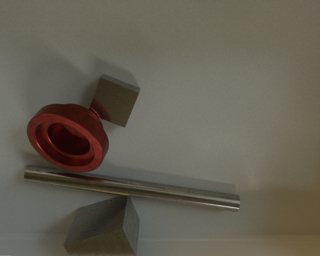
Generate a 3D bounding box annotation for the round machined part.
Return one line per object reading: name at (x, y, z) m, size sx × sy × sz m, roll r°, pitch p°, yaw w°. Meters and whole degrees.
round machined part at (-0.111, 0.008, 0.391) m, size 0.098 × 0.042 × 0.097 m, roll 9°, pitch 133°, yaw 10°

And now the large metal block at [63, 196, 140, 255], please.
large metal block at (-0.077, 0.145, 0.434) m, size 0.080 × 0.080 × 0.050 m, roll -18°, pitch 109°, yaw 6°

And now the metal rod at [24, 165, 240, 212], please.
metal rod at (-0.036, 0.087, 0.442) m, size 0.302 × 0.025 × 0.025 m, roll 9°, pitch 110°, yaw -4°

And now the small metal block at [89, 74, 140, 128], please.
small metal block at (-0.059, -0.035, 0.398) m, size 0.050 × 0.025 × 0.050 m, roll 22°, pitch 108°, yaw -8°
